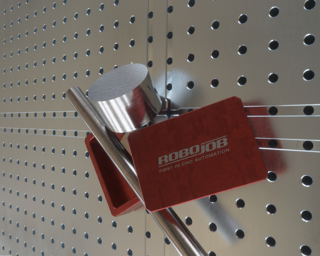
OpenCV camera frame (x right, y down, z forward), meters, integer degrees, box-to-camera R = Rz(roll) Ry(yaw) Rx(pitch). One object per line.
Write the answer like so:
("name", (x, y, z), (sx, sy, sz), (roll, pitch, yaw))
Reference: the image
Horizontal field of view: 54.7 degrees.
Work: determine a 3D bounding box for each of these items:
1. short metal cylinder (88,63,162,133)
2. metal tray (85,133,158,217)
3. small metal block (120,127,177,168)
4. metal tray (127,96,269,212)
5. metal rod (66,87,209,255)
("short metal cylinder", (-0.044, -0.039, 0.397), (0.080, 0.080, 0.050), (11, 139, 39))
("metal tray", (-0.054, 0.049, 0.445), (0.090, 0.030, 0.130), (-39, 67, 33))
("small metal block", (-0.014, 0.024, 0.399), (0.050, 0.050, 0.025), (48, 119, 29))
("metal tray", (0.038, 0.030, 0.336), (0.130, 0.030, 0.090), (-19, 77, 13))
("metal rod", (-0.045, 0.045, 0.402), (0.300, 0.025, 0.025), (49, 119, 28))
